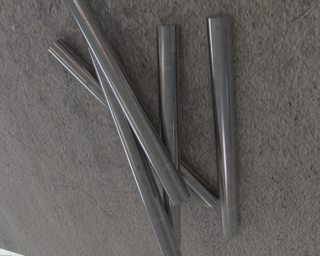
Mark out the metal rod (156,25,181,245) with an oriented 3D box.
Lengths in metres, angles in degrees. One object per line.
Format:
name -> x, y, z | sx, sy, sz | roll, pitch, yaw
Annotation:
metal rod -> 0.013, 0.027, 0.390 | 0.025, 0.025, 0.298 | 8, 114, 24

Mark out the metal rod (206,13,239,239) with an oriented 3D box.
metal rod -> 0.080, 0.019, 0.376 | 0.025, 0.025, 0.298 | 5, 121, 25

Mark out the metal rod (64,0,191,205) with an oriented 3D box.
metal rod -> -0.044, -0.046, 0.365 | 0.025, 0.025, 0.299 | -25, 94, 37

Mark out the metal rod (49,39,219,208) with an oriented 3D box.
metal rod -> -0.032, -0.004, 0.421 | 0.300, 0.025, 0.025 | 45, 129, -4

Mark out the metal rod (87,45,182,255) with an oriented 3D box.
metal rod -> -0.030, 0.038, 0.399 | 0.025, 0.025, 0.298 | -16, 96, 34
